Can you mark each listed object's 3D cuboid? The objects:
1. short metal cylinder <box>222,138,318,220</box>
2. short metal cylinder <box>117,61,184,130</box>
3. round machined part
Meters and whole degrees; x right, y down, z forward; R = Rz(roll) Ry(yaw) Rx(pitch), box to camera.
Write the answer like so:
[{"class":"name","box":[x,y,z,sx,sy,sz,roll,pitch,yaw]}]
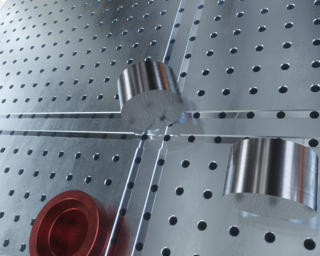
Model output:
[{"class":"short metal cylinder","box":[0.102,0.049,0.289,0.080,0.080,0.050,1,62,29]},{"class":"short metal cylinder","box":[-0.013,-0.041,0.405,0.080,0.080,0.050,-23,54,14]},{"class":"round machined part","box":[-0.104,0.128,0.373,0.098,0.042,0.098,-13,56,21]}]
